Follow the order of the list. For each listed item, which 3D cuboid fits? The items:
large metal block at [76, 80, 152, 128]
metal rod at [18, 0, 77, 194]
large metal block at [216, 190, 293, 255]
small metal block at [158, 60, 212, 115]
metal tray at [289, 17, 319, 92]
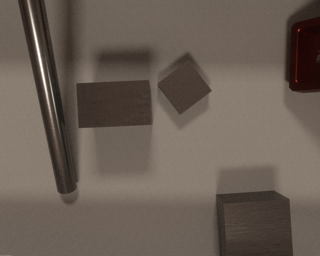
[{"bbox_3d":[-0.051,-0.027,0.383,0.081,0.080,0.050,-3,90,-1],"label":"large metal block"},{"bbox_3d":[-0.128,-0.055,0.349,0.025,0.025,0.298,-2,115,0],"label":"metal rod"},{"bbox_3d":[0.120,0.128,0.401,0.081,0.050,0.079,-4,90,-1],"label":"large metal block"},{"bbox_3d":[0.032,-0.053,0.412,0.050,0.025,0.050,-37,90,0],"label":"small metal block"},{"bbox_3d":[0.223,-0.091,0.366,0.030,0.130,0.089,2,90,-39],"label":"metal tray"}]
